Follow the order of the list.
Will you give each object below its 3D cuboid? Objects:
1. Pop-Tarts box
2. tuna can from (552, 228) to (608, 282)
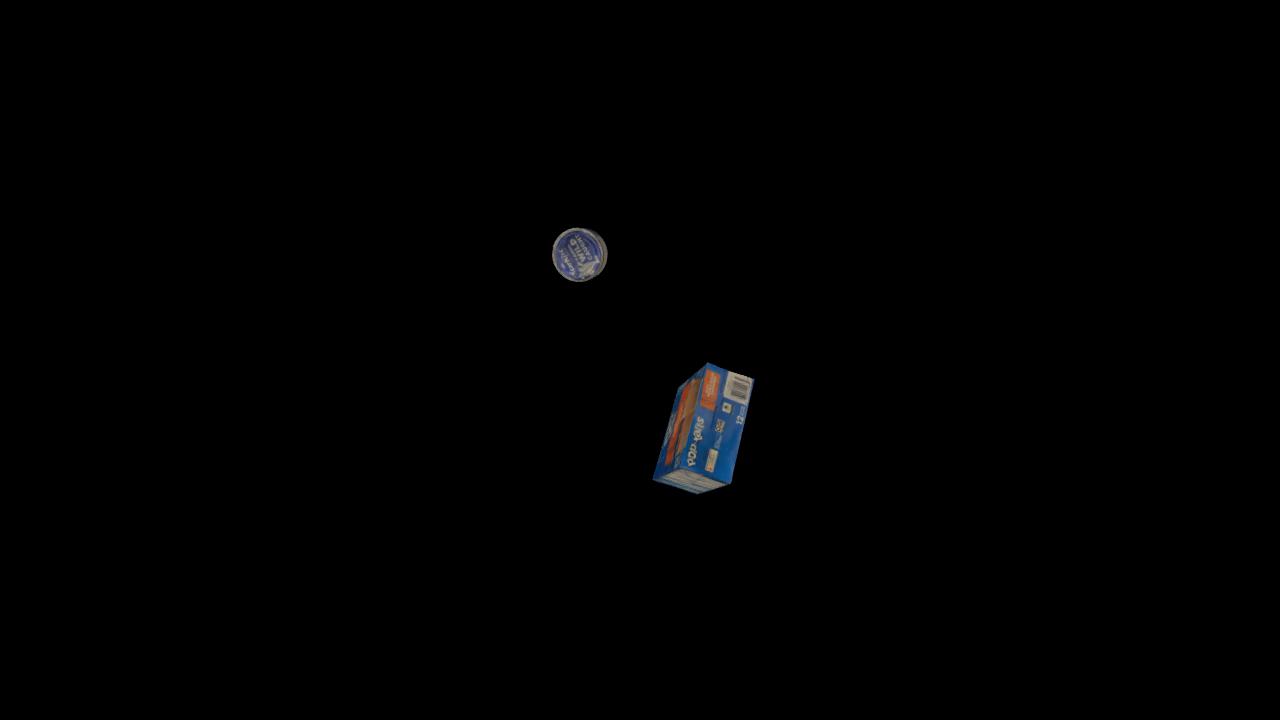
[{"bbox_3d":[0.095,0.109,0.947,0.083,0.167,0.141,21,-22,-8],"label":"Pop-Tarts box"},{"bbox_3d":[-0.094,-0.167,0.974,0.084,0.084,0.034,0,13,12],"label":"tuna can"}]
